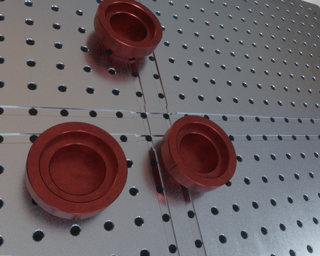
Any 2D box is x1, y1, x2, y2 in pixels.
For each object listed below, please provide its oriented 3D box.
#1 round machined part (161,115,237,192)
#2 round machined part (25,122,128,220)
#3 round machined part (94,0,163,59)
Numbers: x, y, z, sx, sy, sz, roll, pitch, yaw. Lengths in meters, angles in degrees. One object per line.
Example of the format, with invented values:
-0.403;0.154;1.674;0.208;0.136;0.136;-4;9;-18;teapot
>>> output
0.046;0.036;0.399;0.099;0.042;0.098;13;56;-21;round machined part
-0.087;0.046;0.322;0.099;0.042;0.098;13;56;-21;round machined part
-0.049;-0.142;0.457;0.099;0.042;0.098;13;56;-21;round machined part
